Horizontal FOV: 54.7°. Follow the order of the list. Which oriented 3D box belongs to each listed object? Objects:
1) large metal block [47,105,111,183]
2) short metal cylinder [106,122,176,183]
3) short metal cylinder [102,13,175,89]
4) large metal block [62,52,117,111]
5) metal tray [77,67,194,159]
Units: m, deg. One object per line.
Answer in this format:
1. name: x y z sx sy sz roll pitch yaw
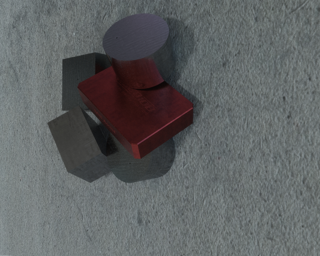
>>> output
1. large metal block: -0.109 0.026 0.452 0.050 0.080 0.080 -30 68 -2
2. short metal cylinder: -0.026 0.030 0.412 0.080 0.050 0.080 0 90 40
3. short metal cylinder: -0.024 -0.095 0.384 0.080 0.050 0.080 -6 57 9
4. large metal block: -0.105 -0.066 0.474 0.080 0.050 0.080 1 91 40
5. metal tray: -0.032 -0.032 0.392 0.130 0.091 0.030 43 156 31
